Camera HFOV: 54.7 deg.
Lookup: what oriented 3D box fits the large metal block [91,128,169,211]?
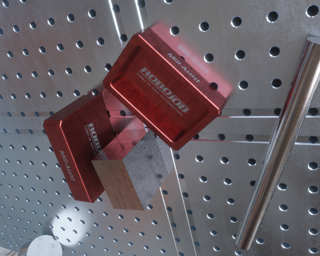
[{"bbox_3d":[-0.038,0.055,0.430,0.050,0.080,0.080,-5,116,31],"label":"large metal block"}]

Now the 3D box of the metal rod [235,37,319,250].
[{"bbox_3d":[0.134,0.043,0.366,0.025,0.025,0.298,18,126,17],"label":"metal rod"}]

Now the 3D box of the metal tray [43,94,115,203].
[{"bbox_3d":[-0.102,0.028,0.440,0.030,0.090,0.129,1,119,28],"label":"metal tray"}]

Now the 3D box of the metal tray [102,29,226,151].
[{"bbox_3d":[0.003,-0.044,0.379,0.130,0.030,0.090,43,129,-2],"label":"metal tray"}]

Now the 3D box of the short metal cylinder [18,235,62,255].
[{"bbox_3d":[-0.269,0.287,0.695,0.050,0.080,0.080,-31,102,38],"label":"short metal cylinder"}]
